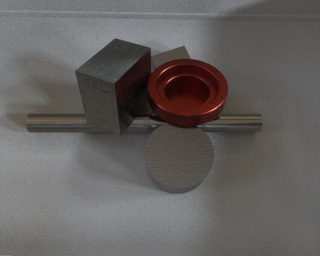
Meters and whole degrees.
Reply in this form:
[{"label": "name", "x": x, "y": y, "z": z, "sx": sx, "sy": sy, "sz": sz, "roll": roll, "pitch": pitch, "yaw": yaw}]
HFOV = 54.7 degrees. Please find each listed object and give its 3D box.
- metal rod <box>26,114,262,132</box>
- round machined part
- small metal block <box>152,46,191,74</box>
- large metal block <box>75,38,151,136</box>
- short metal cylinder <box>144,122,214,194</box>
[{"label": "metal rod", "x": -0.019, "y": -0.007, "z": 0.409, "sx": 0.302, "sy": 0.025, "sz": 0.025, "roll": 0, "pitch": 70, "yaw": -1}, {"label": "round machined part", "x": 0.034, "y": -0.040, "z": 0.394, "sx": 0.099, "sy": 0.042, "sz": 0.098, "roll": 0, "pitch": 52, "yaw": 0}, {"label": "small metal block", "x": 0.020, "y": -0.083, "z": 0.439, "sx": 0.050, "sy": 0.025, "sz": 0.050, "roll": -20, "pitch": 71, "yaw": -8}, {"label": "large metal block", "x": -0.052, "y": -0.051, "z": 0.381, "sx": 0.050, "sy": 0.079, "sz": 0.080, "roll": 20, "pitch": 48, "yaw": 18}, {"label": "short metal cylinder", "x": 0.022, "y": 0.037, "z": 0.380, "sx": 0.081, "sy": 0.050, "sz": 0.080, "roll": 0, "pitch": 70, "yaw": 0}]
